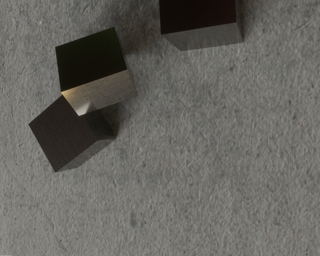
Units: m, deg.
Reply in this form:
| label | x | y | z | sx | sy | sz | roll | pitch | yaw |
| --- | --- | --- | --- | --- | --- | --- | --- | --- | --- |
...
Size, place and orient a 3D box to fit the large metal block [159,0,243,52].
| label | x | y | z | sx | sy | sz | roll | pitch | yaw |
| --- | --- | --- | --- | --- | --- | --- | --- | --- | --- |
| large metal block | 0.051 | -0.129 | 0.361 | 0.080 | 0.080 | 0.050 | -3 | 89 | 19 |

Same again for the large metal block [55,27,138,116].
| label | x | y | z | sx | sy | sz | roll | pitch | yaw |
| --- | --- | --- | --- | --- | --- | --- | --- | --- | --- |
| large metal block | -0.081 | -0.073 | 0.396 | 0.080 | 0.050 | 0.080 | -19 | 57 | 0 |

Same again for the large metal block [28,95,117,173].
| label | x | y | z | sx | sy | sz | roll | pitch | yaw |
| --- | --- | --- | --- | --- | --- | --- | --- | --- | --- |
| large metal block | -0.123 | 0.005 | 0.436 | 0.080 | 0.050 | 0.080 | -36 | 79 | 18 |
